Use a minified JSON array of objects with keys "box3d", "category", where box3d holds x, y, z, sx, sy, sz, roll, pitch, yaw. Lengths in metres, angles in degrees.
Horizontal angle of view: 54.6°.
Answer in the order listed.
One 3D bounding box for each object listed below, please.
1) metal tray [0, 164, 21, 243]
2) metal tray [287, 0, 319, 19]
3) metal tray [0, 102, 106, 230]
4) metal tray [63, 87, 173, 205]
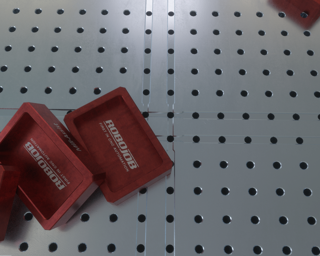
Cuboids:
[{"box3d":[-0.238,0.078,0.360,0.130,0.030,0.090,8,82,11],"category":"metal tray"},{"box3d":[0.260,-0.246,0.501,0.130,0.030,0.090,-43,76,-14],"category":"metal tray"},{"box3d":[-0.139,0.043,0.373,0.130,0.030,0.090,45,102,14],"category":"metal tray"},{"box3d":[-0.054,0.021,0.401,0.090,0.030,0.130,-30,73,-10],"category":"metal tray"}]
